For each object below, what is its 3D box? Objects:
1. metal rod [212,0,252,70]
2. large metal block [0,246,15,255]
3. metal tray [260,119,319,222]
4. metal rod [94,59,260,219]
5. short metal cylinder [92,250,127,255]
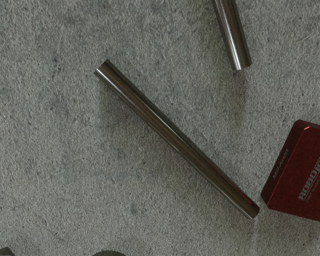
[{"bbox_3d":[0.049,-0.207,0.334,0.025,0.025,0.299,-20,109,7],"label":"metal rod"},{"bbox_3d":[-0.259,0.245,0.483,0.080,0.050,0.080,-24,109,8],"label":"large metal block"},{"bbox_3d":[0.210,0.062,0.433,0.091,0.030,0.129,15,109,-6],"label":"metal tray"},{"bbox_3d":[0.032,0.024,0.419,0.025,0.025,0.300,-43,105,14],"label":"metal rod"},{"bbox_3d":[-0.082,0.241,0.484,0.081,0.050,0.079,0,110,-1],"label":"short metal cylinder"}]
